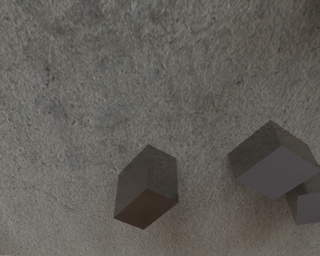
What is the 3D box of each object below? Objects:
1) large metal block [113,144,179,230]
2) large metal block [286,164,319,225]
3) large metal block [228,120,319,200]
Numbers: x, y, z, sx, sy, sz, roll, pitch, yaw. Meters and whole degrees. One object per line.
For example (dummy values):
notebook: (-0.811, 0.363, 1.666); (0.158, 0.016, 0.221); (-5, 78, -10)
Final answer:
large metal block: (-0.020, 0.084, 0.443); (0.050, 0.080, 0.080); (29, 124, -23)
large metal block: (0.247, 0.103, 0.482); (0.080, 0.050, 0.080); (-11, 130, 9)
large metal block: (0.158, 0.047, 0.434); (0.080, 0.050, 0.080); (29, 124, -23)
